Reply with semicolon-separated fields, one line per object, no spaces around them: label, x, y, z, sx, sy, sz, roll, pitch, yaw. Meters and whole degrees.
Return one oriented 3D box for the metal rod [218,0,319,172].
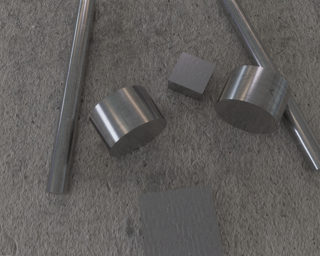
metal rod;0.152;-0.081;0.439;0.025;0.025;0.299;-19;71;-7

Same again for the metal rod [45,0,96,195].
metal rod;-0.119;-0.061;0.429;0.025;0.025;0.299;3;70;1

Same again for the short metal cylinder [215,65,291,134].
short metal cylinder;0.117;-0.034;0.392;0.080;0.080;0.050;24;72;8

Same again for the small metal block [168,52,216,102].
small metal block;0.044;-0.072;0.435;0.050;0.025;0.050;24;72;8

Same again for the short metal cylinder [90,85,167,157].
short metal cylinder;-0.038;-0.008;0.381;0.080;0.080;0.050;-30;73;-10

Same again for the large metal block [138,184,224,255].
large metal block;0.021;0.114;0.353;0.081;0.050;0.080;-8;70;-3
